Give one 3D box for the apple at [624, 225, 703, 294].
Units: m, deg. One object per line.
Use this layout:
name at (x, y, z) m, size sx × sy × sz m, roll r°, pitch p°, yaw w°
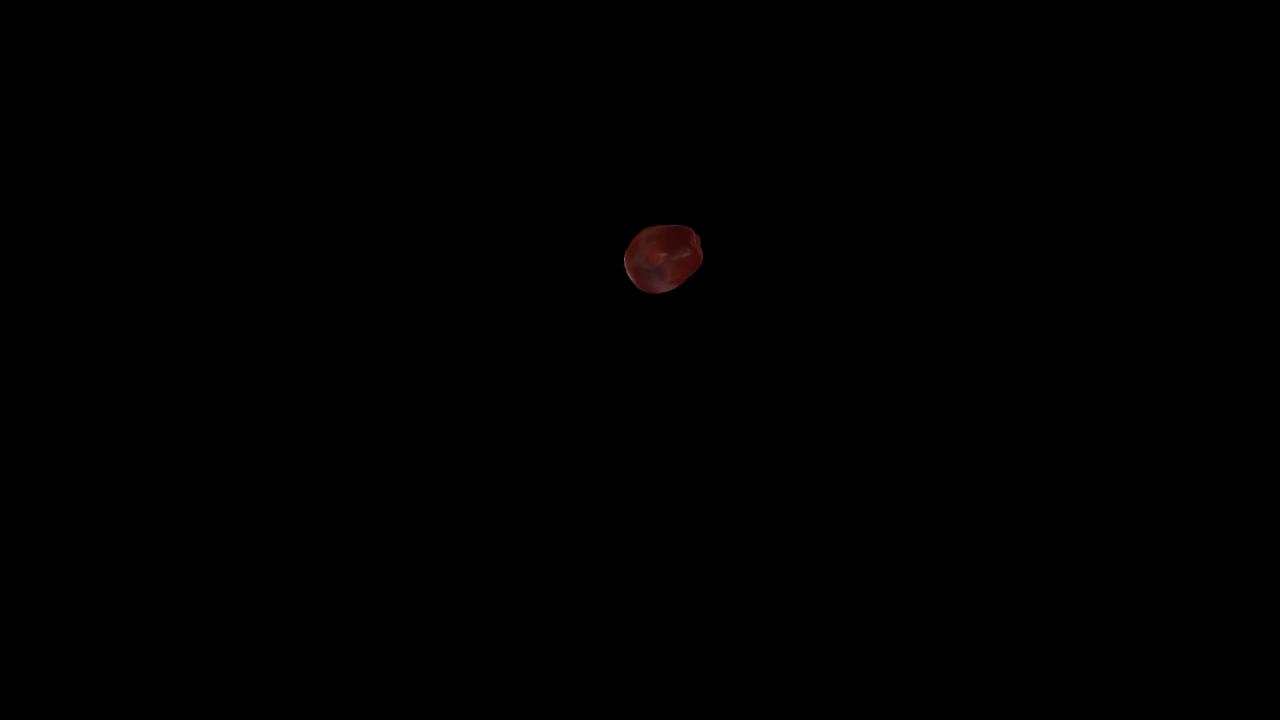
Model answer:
apple at (0.025, -0.118, 0.711) m, size 0.093 × 0.079 × 0.079 m, roll -14°, pitch -5°, yaw 19°
